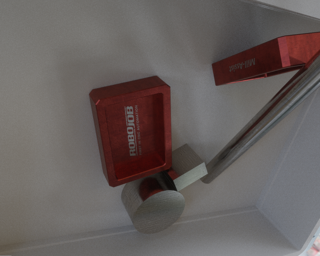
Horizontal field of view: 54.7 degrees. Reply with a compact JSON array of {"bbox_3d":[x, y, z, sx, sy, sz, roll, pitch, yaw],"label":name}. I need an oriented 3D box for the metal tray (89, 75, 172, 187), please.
[{"bbox_3d":[-0.032,0.006,0.392,0.091,0.030,0.129,-16,125,-20],"label":"metal tray"}]

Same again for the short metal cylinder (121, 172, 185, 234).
[{"bbox_3d":[-0.011,0.107,0.455,0.081,0.050,0.079,-14,125,-21],"label":"short metal cylinder"}]

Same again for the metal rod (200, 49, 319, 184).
[{"bbox_3d":[0.117,0.003,0.383,0.025,0.025,0.298,-10,153,-24],"label":"metal rod"}]

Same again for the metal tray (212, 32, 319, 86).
[{"bbox_3d":[0.134,-0.080,0.367,0.091,0.130,0.030,-12,93,-21],"label":"metal tray"}]

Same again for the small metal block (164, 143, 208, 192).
[{"bbox_3d":[0.032,0.056,0.446,0.050,0.050,0.025,-29,128,-11],"label":"small metal block"}]
